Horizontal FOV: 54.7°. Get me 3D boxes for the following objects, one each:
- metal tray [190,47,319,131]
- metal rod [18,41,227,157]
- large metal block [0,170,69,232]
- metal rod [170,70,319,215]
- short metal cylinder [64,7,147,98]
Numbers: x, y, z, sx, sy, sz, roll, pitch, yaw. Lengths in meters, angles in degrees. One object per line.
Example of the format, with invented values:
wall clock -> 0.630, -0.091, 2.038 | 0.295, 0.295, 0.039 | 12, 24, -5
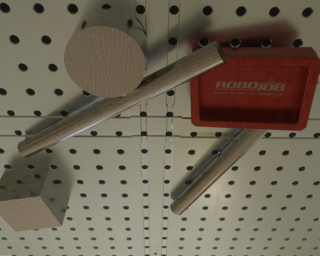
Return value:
metal tray -> 0.101, -0.044, 0.352 | 0.131, 0.030, 0.089 | 2, 126, 11
metal rod -> -0.064, -0.022, 0.369 | 0.300, 0.025, 0.025 | -23, 127, 26
large metal block -> -0.204, 0.117, 0.493 | 0.080, 0.050, 0.080 | -9, 130, 7
metal rod -> 0.102, 0.039, 0.445 | 0.025, 0.025, 0.298 | 23, 126, -19
short metal cylinder -> -0.054, -0.079, 0.327 | 0.081, 0.050, 0.079 | 0, 130, 0
